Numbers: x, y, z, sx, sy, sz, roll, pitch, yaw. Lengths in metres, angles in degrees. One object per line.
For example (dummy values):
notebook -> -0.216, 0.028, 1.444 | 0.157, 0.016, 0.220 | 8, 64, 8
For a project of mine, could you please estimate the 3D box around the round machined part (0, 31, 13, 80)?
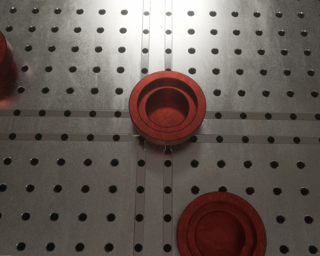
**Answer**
round machined part -> -0.256, -0.095, 0.434 | 0.099, 0.042, 0.098 | 0, 70, -1

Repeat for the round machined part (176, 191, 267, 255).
round machined part -> 0.067, 0.125, 0.358 | 0.099, 0.042, 0.098 | 0, 70, -1

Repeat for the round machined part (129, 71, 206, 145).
round machined part -> 0.010, -0.023, 0.411 | 0.099, 0.042, 0.098 | 0, 70, -1
